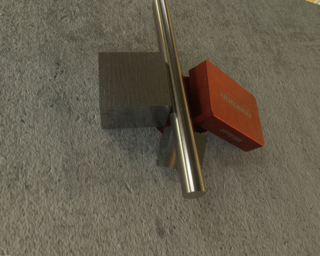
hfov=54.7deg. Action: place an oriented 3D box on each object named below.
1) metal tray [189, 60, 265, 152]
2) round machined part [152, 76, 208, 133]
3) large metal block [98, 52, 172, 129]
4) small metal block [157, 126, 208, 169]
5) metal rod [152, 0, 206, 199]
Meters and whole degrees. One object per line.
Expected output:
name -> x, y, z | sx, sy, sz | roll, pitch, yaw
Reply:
metal tray -> 0.097, -0.028, 0.442 | 0.131, 0.030, 0.090 | 26, 51, -38
round machined part -> 0.034, -0.033, 0.432 | 0.099, 0.042, 0.098 | 14, 56, -21
large metal block -> -0.034, -0.047, 0.386 | 0.081, 0.050, 0.080 | -2, 61, -9
small metal block -> 0.028, 0.028, 0.390 | 0.050, 0.025, 0.050 | 14, 81, -20
metal rod -> 0.018, -0.058, 0.397 | 0.025, 0.025, 0.299 | 8, 56, -24
